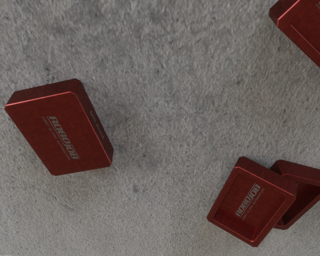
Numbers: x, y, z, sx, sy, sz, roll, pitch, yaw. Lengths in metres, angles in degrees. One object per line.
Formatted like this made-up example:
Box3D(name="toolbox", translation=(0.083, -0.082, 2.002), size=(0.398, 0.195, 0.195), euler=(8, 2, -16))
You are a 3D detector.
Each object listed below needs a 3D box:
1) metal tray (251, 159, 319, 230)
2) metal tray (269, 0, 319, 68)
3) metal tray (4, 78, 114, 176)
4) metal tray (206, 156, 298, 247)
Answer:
Box3D(name="metal tray", translation=(0.199, 0.113, 0.502), size=(0.091, 0.030, 0.129), euler=(14, 129, -13))
Box3D(name="metal tray", translation=(0.189, -0.107, 0.315), size=(0.131, 0.030, 0.090), euler=(31, 123, -24))
Box3D(name="metal tray", translation=(-0.125, 0.005, 0.406), size=(0.090, 0.030, 0.129), euler=(-11, 130, 8))
Box3D(name="metal tray", translation=(0.136, 0.115, 0.474), size=(0.090, 0.030, 0.129), euler=(28, 127, 13))
